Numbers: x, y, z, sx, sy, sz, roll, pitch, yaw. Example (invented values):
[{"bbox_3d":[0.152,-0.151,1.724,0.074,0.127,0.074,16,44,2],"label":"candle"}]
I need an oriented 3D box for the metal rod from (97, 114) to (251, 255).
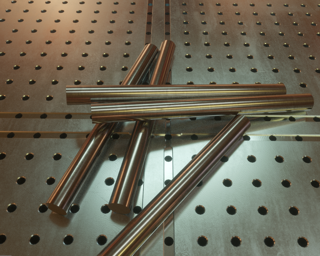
[{"bbox_3d":[0.011,0.078,0.342,0.025,0.025,0.302,34,58,25],"label":"metal rod"}]

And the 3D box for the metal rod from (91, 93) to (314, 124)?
[{"bbox_3d":[0.064,-0.027,0.409,0.302,0.025,0.025,-4,50,-12],"label":"metal rod"}]

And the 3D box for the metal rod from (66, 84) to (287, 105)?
[{"bbox_3d":[0.031,-0.047,0.421,0.302,0.025,0.025,-2,50,-13],"label":"metal rod"}]

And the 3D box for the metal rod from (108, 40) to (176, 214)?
[{"bbox_3d":[-0.015,-0.026,0.428,0.025,0.025,0.300,9,50,7],"label":"metal rod"}]

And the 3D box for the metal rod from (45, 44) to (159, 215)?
[{"bbox_3d":[-0.063,-0.021,0.424,0.025,0.025,0.301,15,51,12],"label":"metal rod"}]
